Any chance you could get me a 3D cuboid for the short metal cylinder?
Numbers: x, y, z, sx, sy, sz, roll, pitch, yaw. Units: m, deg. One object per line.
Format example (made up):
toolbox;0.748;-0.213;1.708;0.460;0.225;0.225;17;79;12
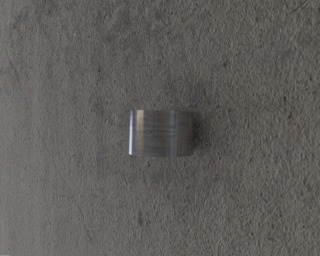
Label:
short metal cylinder;0.000;0.005;0.370;0.080;0.081;0.050;3;92;40
